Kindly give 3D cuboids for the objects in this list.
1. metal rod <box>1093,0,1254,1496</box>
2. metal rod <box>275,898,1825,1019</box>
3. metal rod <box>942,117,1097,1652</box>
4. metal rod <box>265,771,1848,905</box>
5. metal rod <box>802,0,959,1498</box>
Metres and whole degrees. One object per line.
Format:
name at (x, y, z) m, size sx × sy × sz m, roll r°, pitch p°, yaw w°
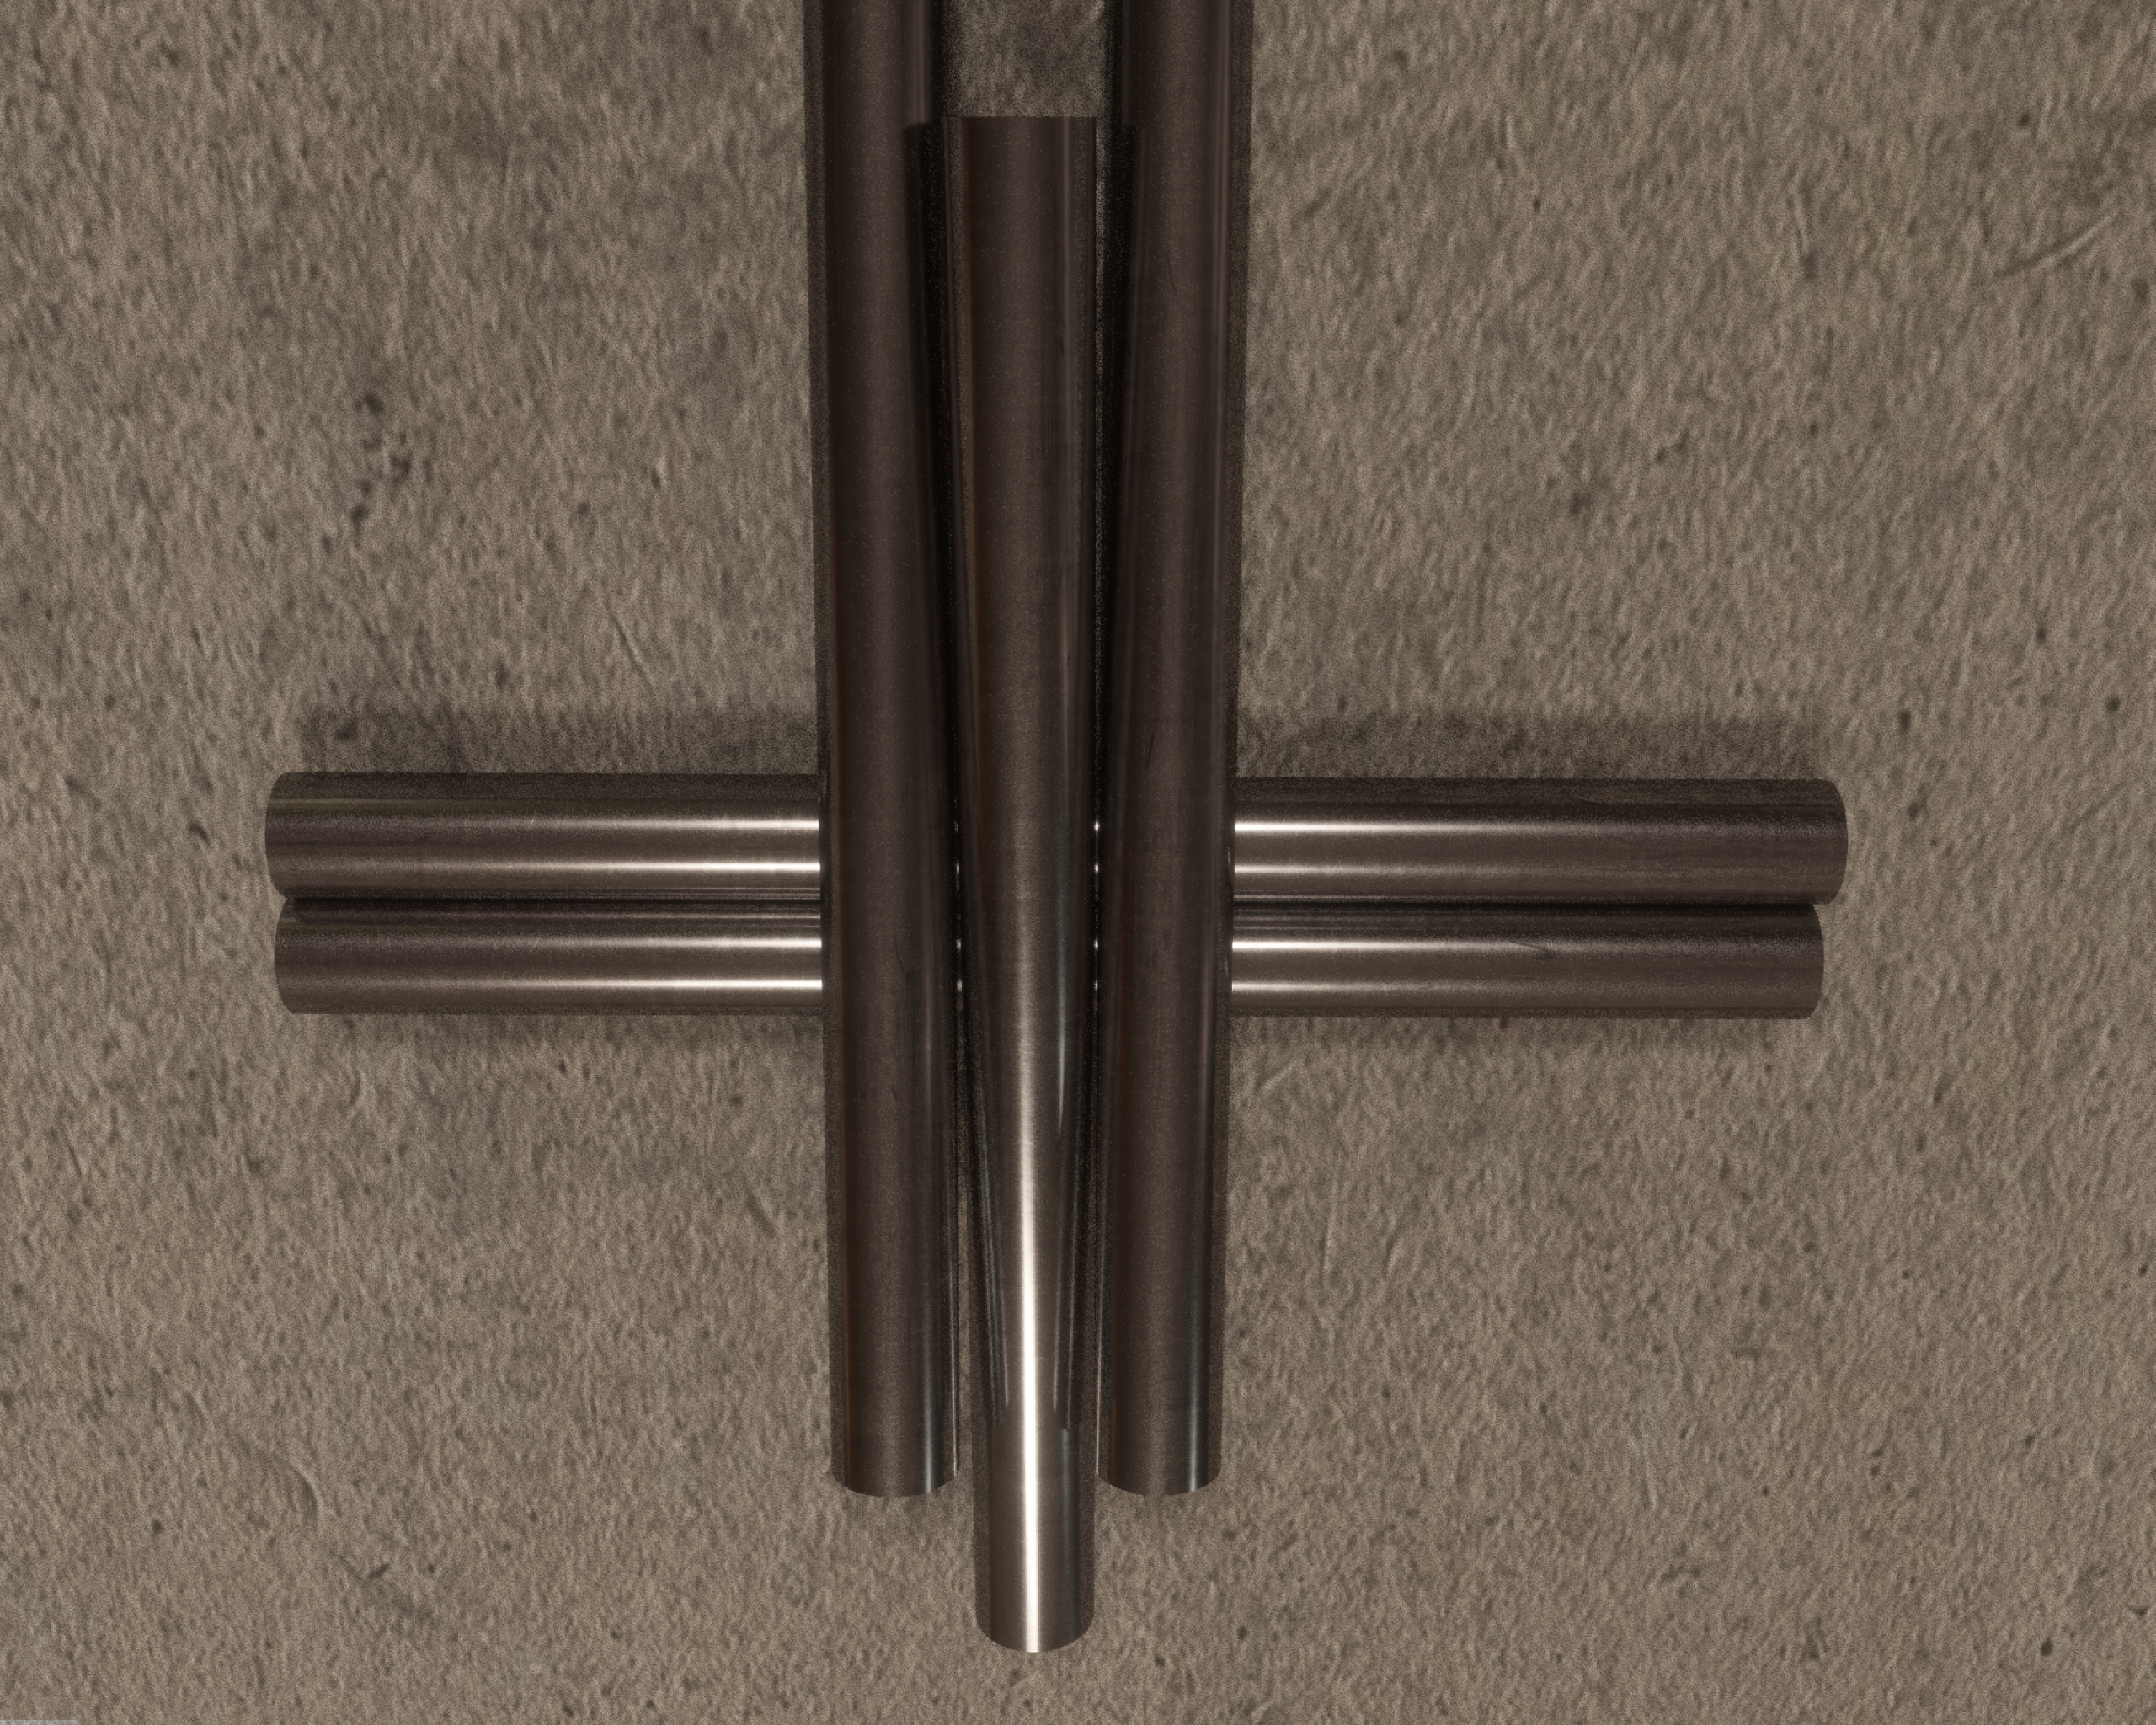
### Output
metal rod at (0.017, -0.028, 0.378) m, size 0.025 × 0.025 × 0.298 m, roll 0°, pitch 102°, yaw -1°
metal rod at (-0.005, 0.019, 0.419) m, size 0.302 × 0.025 × 0.025 m, roll 0°, pitch 110°, yaw -1°
metal rod at (-0.009, 0.018, 0.390) m, size 0.025 × 0.025 × 0.298 m, roll 0°, pitch 110°, yaw 0°
metal rod at (-0.003, -0.005, 0.410) m, size 0.302 × 0.025 × 0.025 m, roll 0°, pitch 110°, yaw -1°
metal rod at (-0.035, -0.027, 0.378) m, size 0.025 × 0.025 × 0.298 m, roll 0°, pitch 102°, yaw -1°
